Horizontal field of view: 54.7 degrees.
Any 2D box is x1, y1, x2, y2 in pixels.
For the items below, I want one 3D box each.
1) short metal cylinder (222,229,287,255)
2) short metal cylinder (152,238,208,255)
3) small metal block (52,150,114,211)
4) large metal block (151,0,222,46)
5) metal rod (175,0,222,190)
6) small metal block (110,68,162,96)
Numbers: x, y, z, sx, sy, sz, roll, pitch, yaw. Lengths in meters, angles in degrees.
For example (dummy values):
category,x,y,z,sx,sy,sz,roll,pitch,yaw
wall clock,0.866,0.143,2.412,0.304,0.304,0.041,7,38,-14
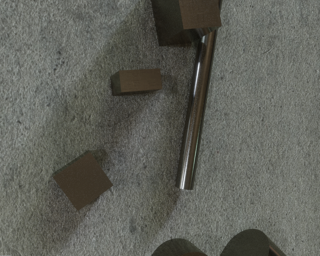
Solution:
category,x,y,z,sx,sy,sz,roll,pitch,yaw
short metal cylinder,0.132,0.190,0.431,0.050,0.080,0.080,46,76,-15
short metal cylinder,0.029,0.194,0.408,0.081,0.050,0.079,0,90,-21
small metal block,-0.094,0.063,0.375,0.050,0.025,0.050,-35,102,-17
large metal block,0.029,-0.155,0.391,0.050,0.080,0.079,-12,94,-20
metal rod,0.057,-0.065,0.431,0.025,0.025,0.298,10,86,-20
small metal block,-0.031,-0.056,0.385,0.050,0.050,0.025,-7,93,-20
